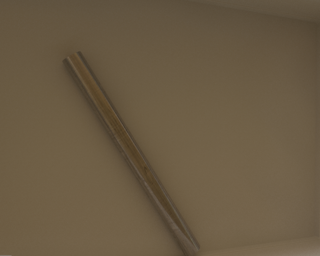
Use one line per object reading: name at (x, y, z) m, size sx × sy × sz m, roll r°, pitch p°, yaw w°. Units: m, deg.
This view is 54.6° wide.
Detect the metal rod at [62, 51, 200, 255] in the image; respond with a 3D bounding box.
metal rod at (-0.031, 0.041, 0.398) m, size 0.025 × 0.025 × 0.299 m, roll -34°, pitch 101°, yaw -17°
